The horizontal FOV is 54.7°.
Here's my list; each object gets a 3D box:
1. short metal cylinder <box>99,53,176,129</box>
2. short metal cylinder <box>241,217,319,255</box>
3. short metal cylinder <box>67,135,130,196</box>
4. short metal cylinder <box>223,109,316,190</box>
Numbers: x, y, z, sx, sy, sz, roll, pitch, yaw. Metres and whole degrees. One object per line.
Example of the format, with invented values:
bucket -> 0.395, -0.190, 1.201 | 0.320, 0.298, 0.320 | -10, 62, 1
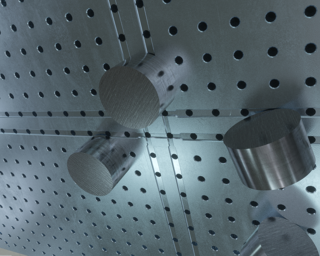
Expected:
short metal cylinder -> -0.027, -0.046, 0.380 | 0.080, 0.050, 0.079 | 13, 124, 20
short metal cylinder -> 0.152, 0.162, 0.396 | 0.080, 0.080, 0.050 | 28, 128, 10
short metal cylinder -> -0.094, 0.058, 0.478 | 0.080, 0.050, 0.079 | 13, 124, 20
short metal cylinder -> 0.114, 0.021, 0.328 | 0.080, 0.080, 0.050 | -15, 111, 34
